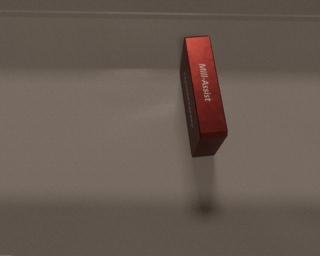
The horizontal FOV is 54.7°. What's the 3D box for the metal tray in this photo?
[{"bbox_3d":[0.050,-0.037,0.389,0.030,0.090,0.129,-6,70,-2],"label":"metal tray"}]
